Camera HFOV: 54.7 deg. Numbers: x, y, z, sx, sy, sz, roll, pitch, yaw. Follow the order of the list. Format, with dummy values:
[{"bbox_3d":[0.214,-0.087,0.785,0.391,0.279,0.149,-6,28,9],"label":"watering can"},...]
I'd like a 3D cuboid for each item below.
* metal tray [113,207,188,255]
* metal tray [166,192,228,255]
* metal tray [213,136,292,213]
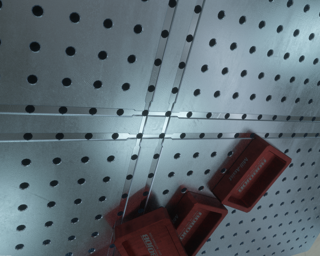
[{"bbox_3d":[-0.009,0.199,0.497,0.090,0.030,0.129,-23,113,-1],"label":"metal tray"},{"bbox_3d":[0.050,0.179,0.548,0.090,0.030,0.129,23,106,-37],"label":"metal tray"},{"bbox_3d":[0.165,0.086,0.554,0.090,0.030,0.130,28,103,-38],"label":"metal tray"}]
